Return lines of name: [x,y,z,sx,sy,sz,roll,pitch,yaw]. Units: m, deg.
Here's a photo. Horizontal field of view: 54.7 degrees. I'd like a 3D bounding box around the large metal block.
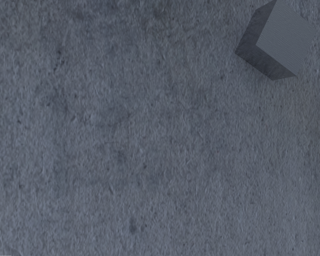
large metal block: [0.172,-0.129,0.461,0.080,0.050,0.080,30,80,-18]
